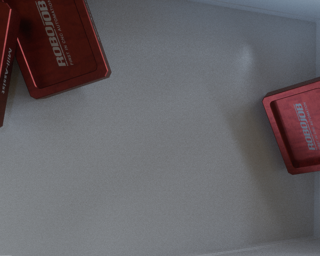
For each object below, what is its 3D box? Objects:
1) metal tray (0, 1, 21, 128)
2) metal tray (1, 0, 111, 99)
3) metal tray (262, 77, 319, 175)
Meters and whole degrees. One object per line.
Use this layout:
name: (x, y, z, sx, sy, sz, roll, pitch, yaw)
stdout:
metal tray: (-0.202, -0.067, 0.314, 0.091, 0.030, 0.129, 11, 94, -8)
metal tray: (-0.119, -0.107, 0.348, 0.090, 0.030, 0.129, -18, 97, 1)
metal tray: (0.217, -0.001, 0.455, 0.030, 0.090, 0.129, -35, 105, -55)
